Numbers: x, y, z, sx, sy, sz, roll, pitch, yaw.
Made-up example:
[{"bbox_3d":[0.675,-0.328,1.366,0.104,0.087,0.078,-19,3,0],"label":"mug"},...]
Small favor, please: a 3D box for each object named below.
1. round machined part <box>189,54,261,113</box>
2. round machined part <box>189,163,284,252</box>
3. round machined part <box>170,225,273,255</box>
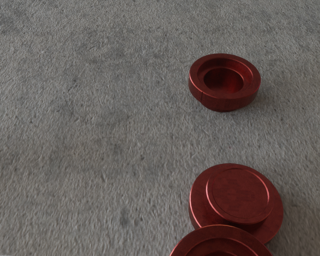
[{"bbox_3d":[0.090,-0.060,0.444,0.099,0.042,0.098,0,50,0],"label":"round machined part"},{"bbox_3d":[0.081,0.078,0.328,0.099,0.042,0.098,0,50,0],"label":"round machined part"},{"bbox_3d":[0.053,0.138,0.269,0.099,0.042,0.098,-2,60,3],"label":"round machined part"}]
